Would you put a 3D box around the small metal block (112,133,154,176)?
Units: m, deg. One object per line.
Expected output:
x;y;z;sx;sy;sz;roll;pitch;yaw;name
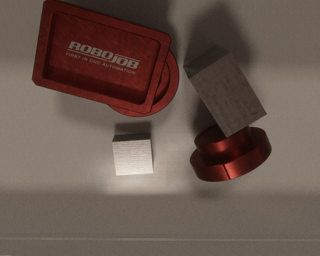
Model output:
-0.036;0.036;0.424;0.050;0.025;0.050;-4;110;1;small metal block

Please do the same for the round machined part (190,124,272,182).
0.082;0.021;0.382;0.098;0.098;0.042;-24;104;8;round machined part

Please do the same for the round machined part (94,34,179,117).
-0.027;-0.066;0.378;0.099;0.042;0.097;0;110;-1;round machined part

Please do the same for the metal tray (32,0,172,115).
-0.062;-0.075;0.335;0.131;0.030;0.089;15;109;-6;metal tray

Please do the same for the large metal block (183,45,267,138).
0.073;-0.047;0.366;0.050;0.080;0.080;-32;107;11;large metal block
